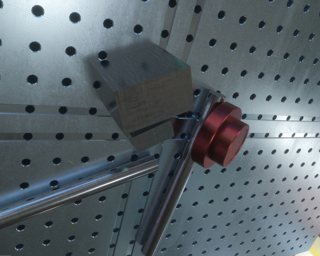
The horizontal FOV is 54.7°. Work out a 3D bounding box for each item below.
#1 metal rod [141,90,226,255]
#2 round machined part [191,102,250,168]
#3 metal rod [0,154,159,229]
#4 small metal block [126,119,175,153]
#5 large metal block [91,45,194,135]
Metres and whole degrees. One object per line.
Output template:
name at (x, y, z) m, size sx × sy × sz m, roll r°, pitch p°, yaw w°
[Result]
metal rod at (0.029, 0.083, 0.480) m, size 0.025 × 0.025 × 0.298 m, roll 7°, pitch 115°, yaw -32°
round machined part at (0.090, 0.016, 0.435) m, size 0.099 × 0.042 × 0.097 m, roll -42°, pitch 150°, yaw -31°
metal rod at (-0.144, 0.093, 0.390) m, size 0.302 × 0.025 × 0.025 m, roll -18°, pitch 126°, yaw -19°
small metal block at (-0.017, -0.001, 0.386) m, size 0.050 × 0.050 × 0.025 m, roll -25°, pitch 128°, yaw -14°
large metal block at (-0.020, -0.046, 0.338) m, size 0.081 × 0.080 × 0.050 m, roll -21°, pitch 127°, yaw -16°
